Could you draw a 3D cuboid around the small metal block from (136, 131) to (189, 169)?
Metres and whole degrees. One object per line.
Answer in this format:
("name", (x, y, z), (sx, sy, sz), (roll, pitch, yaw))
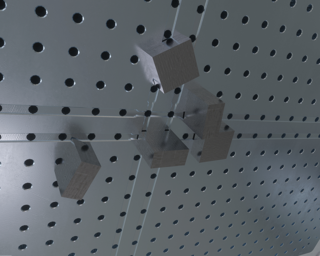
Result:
("small metal block", (0.003, 0.027, 0.413), (0.050, 0.050, 0.025), (-2, 119, -28))

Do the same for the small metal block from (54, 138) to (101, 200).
("small metal block", (-0.100, 0.049, 0.370), (0.025, 0.050, 0.050), (22, 106, -36))

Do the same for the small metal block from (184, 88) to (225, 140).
("small metal block", (0.057, -0.020, 0.413), (0.025, 0.050, 0.050), (-8, 122, -24))

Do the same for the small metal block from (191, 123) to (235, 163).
("small metal block", (0.079, 0.022, 0.467), (0.050, 0.025, 0.050), (-5, 121, -26))

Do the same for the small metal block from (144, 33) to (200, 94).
("small metal block", (0.015, -0.077, 0.371), (0.050, 0.025, 0.050), (-28, 128, -11))
